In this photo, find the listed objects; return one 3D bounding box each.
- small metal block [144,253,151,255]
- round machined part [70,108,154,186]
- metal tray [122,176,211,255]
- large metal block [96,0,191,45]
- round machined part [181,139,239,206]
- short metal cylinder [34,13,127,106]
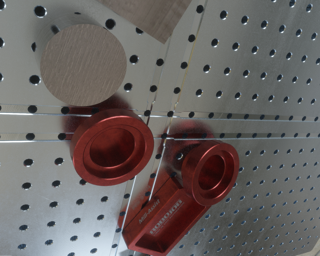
[{"bbox_3d":[-0.035,0.259,0.553,0.050,0.025,0.050,-17,125,-19],"label":"small metal block"},{"bbox_3d":[-0.061,0.020,0.379,0.099,0.042,0.097,-14,124,-21],"label":"round machined part"},{"bbox_3d":[0.012,0.148,0.506,0.130,0.030,0.090,-50,129,7],"label":"metal tray"},{"bbox_3d":[-0.029,-0.127,0.281,0.080,0.080,0.050,24,105,-37],"label":"large metal block"},{"bbox_3d":[0.071,0.063,0.467,0.099,0.042,0.097,-13,112,-34],"label":"round machined part"},{"bbox_3d":[-0.080,-0.068,0.309,0.081,0.050,0.079,-14,124,-21],"label":"short metal cylinder"}]
